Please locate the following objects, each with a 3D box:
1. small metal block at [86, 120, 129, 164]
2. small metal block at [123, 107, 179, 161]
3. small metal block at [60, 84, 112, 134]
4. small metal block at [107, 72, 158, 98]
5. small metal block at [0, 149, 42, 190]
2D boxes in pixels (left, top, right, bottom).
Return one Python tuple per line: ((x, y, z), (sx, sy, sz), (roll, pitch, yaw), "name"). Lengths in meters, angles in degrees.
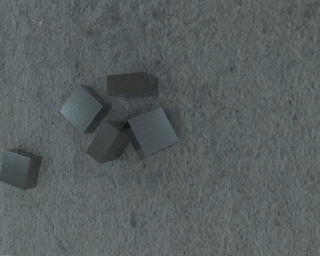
((-0.065, 0.018, 0.417), (0.025, 0.050, 0.050), (35, 101, 16), "small metal block")
((-0.012, 0.007, 0.398), (0.050, 0.025, 0.050), (-23, 80, -25), "small metal block")
((-0.107, -0.027, 0.445), (0.050, 0.025, 0.050), (42, 103, 15), "small metal block")
((-0.035, -0.055, 0.407), (0.050, 0.050, 0.025), (-2, 90, 19), "small metal block")
((-0.218, 0.064, 0.484), (0.050, 0.025, 0.050), (15, 95, 19), "small metal block")
